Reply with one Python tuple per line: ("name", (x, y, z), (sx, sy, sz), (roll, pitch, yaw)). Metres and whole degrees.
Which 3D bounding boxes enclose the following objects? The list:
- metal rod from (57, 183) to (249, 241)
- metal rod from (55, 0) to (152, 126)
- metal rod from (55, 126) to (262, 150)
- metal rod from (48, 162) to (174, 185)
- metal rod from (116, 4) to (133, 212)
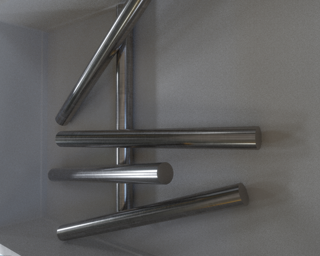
("metal rod", (-0.030, 0.118, 0.409), (0.300, 0.025, 0.025), (-21, 77, 31))
("metal rod", (-0.091, -0.093, 0.455), (0.299, 0.025, 0.025), (-44, 64, 40))
("metal rod", (-0.025, 0.014, 0.402), (0.300, 0.025, 0.025), (-2, 89, 32))
("metal rod", (-0.093, 0.068, 0.456), (0.299, 0.025, 0.025), (-10, 84, 48))
("metal rod", (-0.051, -0.026, 0.449), (0.025, 0.025, 0.298), (0, 90, 40))
